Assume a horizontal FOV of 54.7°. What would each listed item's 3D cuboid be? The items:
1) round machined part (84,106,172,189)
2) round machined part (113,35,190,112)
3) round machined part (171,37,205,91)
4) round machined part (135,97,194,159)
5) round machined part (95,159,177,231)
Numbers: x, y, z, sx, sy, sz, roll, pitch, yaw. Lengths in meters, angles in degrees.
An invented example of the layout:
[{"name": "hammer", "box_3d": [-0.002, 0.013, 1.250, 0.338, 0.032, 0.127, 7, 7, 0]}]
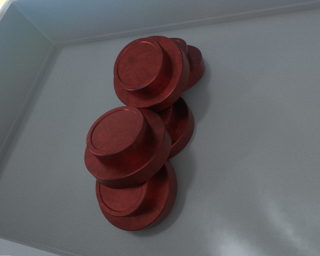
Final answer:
[{"name": "round machined part", "box_3d": [-0.040, 0.014, 0.340, 0.098, 0.042, 0.098, -14, 45, 15]}, {"name": "round machined part", "box_3d": [-0.017, -0.070, 0.379, 0.098, 0.042, 0.098, -9, 70, 26]}, {"name": "round machined part", "box_3d": [0.010, -0.089, 0.429, 0.098, 0.042, 0.098, -14, 40, 13]}, {"name": "round machined part", "box_3d": [-0.009, -0.008, 0.402, 0.098, 0.042, 0.098, -13, 55, 20]}, {"name": "round machined part", "box_3d": [-0.034, 0.066, 0.352, 0.098, 0.042, 0.098, -8, 73, 26]}]
